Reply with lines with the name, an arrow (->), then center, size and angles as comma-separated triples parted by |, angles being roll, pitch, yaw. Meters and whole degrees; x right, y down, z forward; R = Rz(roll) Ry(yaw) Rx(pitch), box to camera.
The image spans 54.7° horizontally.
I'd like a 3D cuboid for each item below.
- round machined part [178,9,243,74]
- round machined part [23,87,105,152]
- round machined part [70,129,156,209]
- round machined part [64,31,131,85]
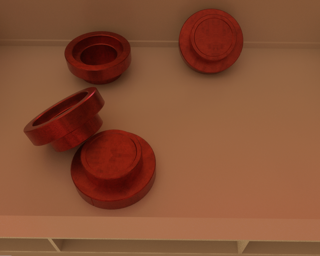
round machined part -> 0.078, -0.133, 0.472 | 0.099, 0.042, 0.097 | 0, 92, 0
round machined part -> -0.110, -0.007, 0.379 | 0.098, 0.042, 0.098 | -24, 22, 11
round machined part -> -0.054, 0.040, 0.360 | 0.099, 0.042, 0.098 | 0, 50, 0
round machined part -> -0.094, -0.105, 0.482 | 0.099, 0.042, 0.098 | 0, 50, 0
